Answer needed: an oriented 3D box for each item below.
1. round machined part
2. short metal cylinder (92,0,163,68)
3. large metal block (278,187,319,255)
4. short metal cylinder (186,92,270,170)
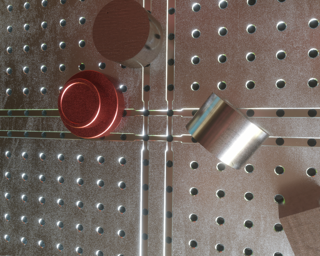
[{"bbox_3d":[-0.104,-0.034,0.440,0.098,0.042,0.097,0,90,20],"label":"round machined part"},{"bbox_3d":[-0.042,-0.124,0.414,0.080,0.050,0.080,0,90,20],"label":"short metal cylinder"},{"bbox_3d":[0.165,0.115,0.325,0.050,0.080,0.080,-24,82,18],"label":"large metal block"},{"bbox_3d":[0.077,0.003,0.356,0.080,0.080,0.050,41,103,15],"label":"short metal cylinder"}]
